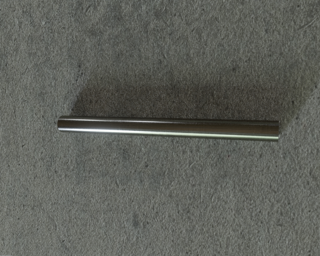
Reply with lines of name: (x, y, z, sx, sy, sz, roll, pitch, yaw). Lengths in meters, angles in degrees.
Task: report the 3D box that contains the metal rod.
metal rod: (-0.003, -0.001, 0.412, 0.301, 0.025, 0.025, 2, 91, 20)
